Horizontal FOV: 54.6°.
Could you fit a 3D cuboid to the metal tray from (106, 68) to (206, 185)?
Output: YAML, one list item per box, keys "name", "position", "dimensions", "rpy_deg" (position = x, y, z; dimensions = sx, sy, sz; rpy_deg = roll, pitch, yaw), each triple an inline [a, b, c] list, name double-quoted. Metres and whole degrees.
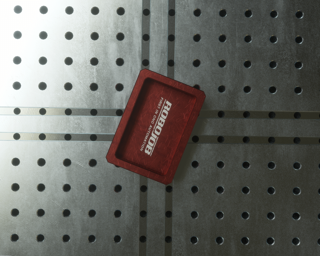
- name: "metal tray"
  position: [-0.005, -0.002, 0.411]
  dimensions: [0.090, 0.030, 0.129]
  rpy_deg: [22, 90, -1]
